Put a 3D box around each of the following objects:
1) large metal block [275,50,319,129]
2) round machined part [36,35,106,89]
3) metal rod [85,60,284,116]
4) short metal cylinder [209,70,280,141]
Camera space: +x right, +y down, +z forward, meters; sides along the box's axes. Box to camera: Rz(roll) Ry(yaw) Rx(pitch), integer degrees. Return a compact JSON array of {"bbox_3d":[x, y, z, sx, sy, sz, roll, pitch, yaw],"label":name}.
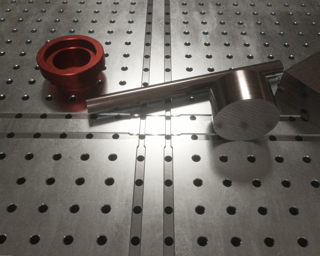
[{"bbox_3d":[0.228,-0.057,0.442,0.081,0.050,0.080,-29,56,-23],"label":"large metal block"},{"bbox_3d":[-0.134,-0.098,0.477,0.099,0.042,0.098,0,50,0],"label":"round machined part"},{"bbox_3d":[0.044,-0.062,0.460,0.302,0.025,0.025,-13,51,-11],"label":"metal rod"},{"bbox_3d":[0.106,-0.027,0.396,0.081,0.080,0.050,0,50,-1],"label":"short metal cylinder"}]
